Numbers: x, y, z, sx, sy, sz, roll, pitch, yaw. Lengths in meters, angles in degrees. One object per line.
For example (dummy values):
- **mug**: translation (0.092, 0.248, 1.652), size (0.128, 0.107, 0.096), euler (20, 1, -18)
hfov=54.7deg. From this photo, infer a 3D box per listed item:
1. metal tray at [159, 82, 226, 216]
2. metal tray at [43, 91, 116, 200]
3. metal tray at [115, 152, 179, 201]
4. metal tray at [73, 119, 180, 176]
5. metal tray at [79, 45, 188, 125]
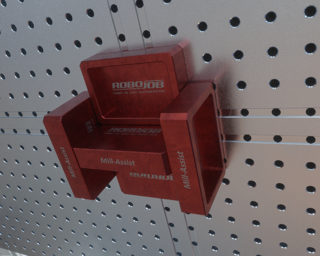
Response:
- **metal tray**: translation (0.043, 0.023, 0.359), size (0.030, 0.090, 0.129), euler (1, 119, 28)
- **metal tray**: translation (-0.100, 0.023, 0.433), size (0.030, 0.090, 0.129), euler (1, 119, 28)
- **metal tray**: translation (-0.004, 0.057, 0.442), size (0.130, 0.030, 0.089), euler (1, 119, 27)
- **metal tray**: translation (-0.031, 0.017, 0.392), size (0.130, 0.090, 0.030), euler (1, 119, 27)
- **metal tray**: translation (-0.030, -0.050, 0.391), size (0.130, 0.030, 0.089), euler (1, 119, 27)
